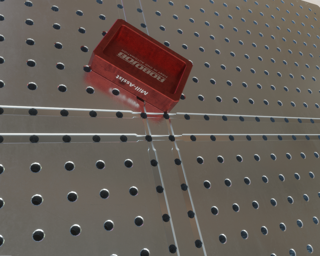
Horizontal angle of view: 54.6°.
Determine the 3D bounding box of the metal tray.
[{"bbox_3d":[-0.024,-0.091,0.446,0.130,0.030,0.090,30,52,-9],"label":"metal tray"}]
